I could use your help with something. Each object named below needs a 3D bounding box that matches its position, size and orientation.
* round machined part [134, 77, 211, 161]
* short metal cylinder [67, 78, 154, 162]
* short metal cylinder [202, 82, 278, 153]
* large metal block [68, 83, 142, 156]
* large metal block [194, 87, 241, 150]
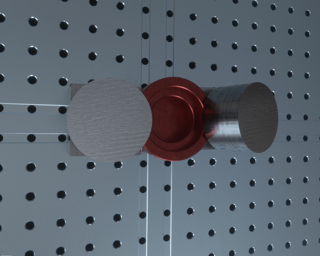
[{"bbox_3d":[0.011,-0.011,0.376,0.099,0.042,0.097,0,90,-20],"label":"round machined part"},{"bbox_3d":[-0.047,-0.008,0.315,0.080,0.050,0.079,0,91,1],"label":"short metal cylinder"},{"bbox_3d":[0.096,-0.012,0.368,0.081,0.050,0.080,0,90,-40],"label":"short metal cylinder"},{"bbox_3d":[-0.068,-0.009,0.374,0.081,0.050,0.080,1,90,-20],"label":"large metal block"},{"bbox_3d":[0.073,-0.013,0.426,0.081,0.050,0.080,-1,91,-20],"label":"large metal block"}]
